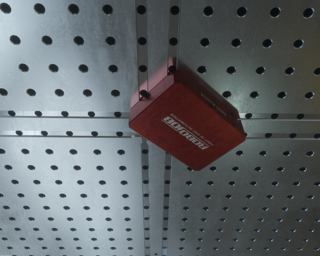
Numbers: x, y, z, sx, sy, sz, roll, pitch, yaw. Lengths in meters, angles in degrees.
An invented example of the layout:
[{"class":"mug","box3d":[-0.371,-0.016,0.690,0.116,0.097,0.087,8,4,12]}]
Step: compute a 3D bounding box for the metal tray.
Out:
[{"class":"metal tray","box3d":[0.036,-0.004,0.405,0.130,0.030,0.090,35,122,-26]}]
